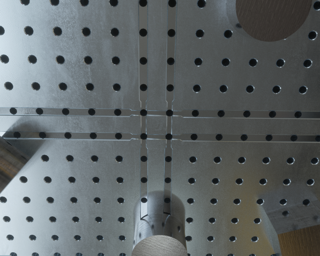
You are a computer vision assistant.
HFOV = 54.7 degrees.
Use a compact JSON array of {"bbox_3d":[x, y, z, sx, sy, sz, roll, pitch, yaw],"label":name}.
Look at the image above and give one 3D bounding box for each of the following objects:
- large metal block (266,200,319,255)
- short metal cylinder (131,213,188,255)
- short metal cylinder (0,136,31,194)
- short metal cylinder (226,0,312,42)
[{"bbox_3d":[0.213,0.164,0.462,0.080,0.050,0.080,-16,110,5],"label":"large metal block"},{"bbox_3d":[-0.001,0.177,0.465,0.081,0.050,0.079,0,110,0],"label":"short metal cylinder"},{"bbox_3d":[-0.216,0.056,0.403,0.050,0.080,0.080,40,105,-14],"label":"short metal cylinder"},{"bbox_3d":[0.120,-0.141,0.349,0.081,0.050,0.079,0,110,0],"label":"short metal cylinder"}]
